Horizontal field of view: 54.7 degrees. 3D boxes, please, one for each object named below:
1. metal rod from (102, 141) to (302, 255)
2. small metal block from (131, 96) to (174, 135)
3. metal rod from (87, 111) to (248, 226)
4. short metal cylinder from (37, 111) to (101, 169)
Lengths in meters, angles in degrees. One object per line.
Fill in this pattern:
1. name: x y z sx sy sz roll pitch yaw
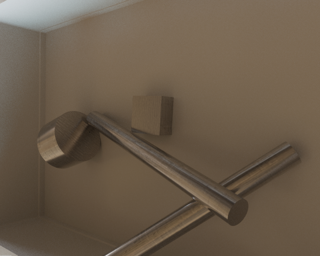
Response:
1. metal rod: 0.005 0.106 0.318 0.300 0.025 0.025 -34 67 6
2. small metal block: -0.011 -0.017 0.414 0.050 0.025 0.050 5 93 39
3. metal rod: -0.019 0.028 0.376 0.300 0.025 0.025 27 107 50
4. short metal cylinder: -0.141 0.019 0.485 0.050 0.081 0.080 -22 76 38
